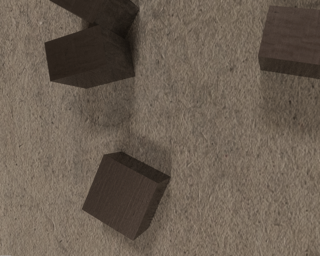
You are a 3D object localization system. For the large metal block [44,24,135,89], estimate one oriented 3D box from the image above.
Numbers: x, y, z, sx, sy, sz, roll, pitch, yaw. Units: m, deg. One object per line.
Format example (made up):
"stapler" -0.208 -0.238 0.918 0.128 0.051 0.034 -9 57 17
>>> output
"large metal block" -0.090 -0.090 0.410 0.080 0.080 0.050 -11 87 19

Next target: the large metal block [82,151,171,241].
"large metal block" -0.044 0.086 0.410 0.080 0.050 0.080 25 98 18

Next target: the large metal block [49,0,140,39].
"large metal block" -0.086 -0.165 0.409 0.080 0.080 0.050 32 100 17

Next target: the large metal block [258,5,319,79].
"large metal block" 0.152 -0.086 0.326 0.080 0.080 0.050 13 95 19
